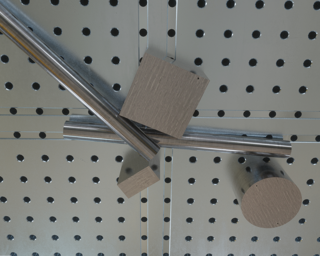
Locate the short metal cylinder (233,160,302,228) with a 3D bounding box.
[{"bbox_3d":[0.148,0.092,0.435,0.081,0.050,0.079,0,110,0],"label":"short metal cylinder"}]

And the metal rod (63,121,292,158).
[{"bbox_3d":[0.025,0.016,0.419,0.302,0.025,0.025,5,110,-2],"label":"metal rod"}]

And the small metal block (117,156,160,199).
[{"bbox_3d":[-0.028,0.062,0.422,0.050,0.050,0.025,-32,107,11],"label":"small metal block"}]

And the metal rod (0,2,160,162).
[{"bbox_3d":[-0.117,-0.067,0.372,0.300,0.025,0.025,43,105,-9],"label":"metal rod"}]

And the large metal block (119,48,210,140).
[{"bbox_3d":[0.004,-0.044,0.384,0.080,0.050,0.079,22,109,-8],"label":"large metal block"}]
